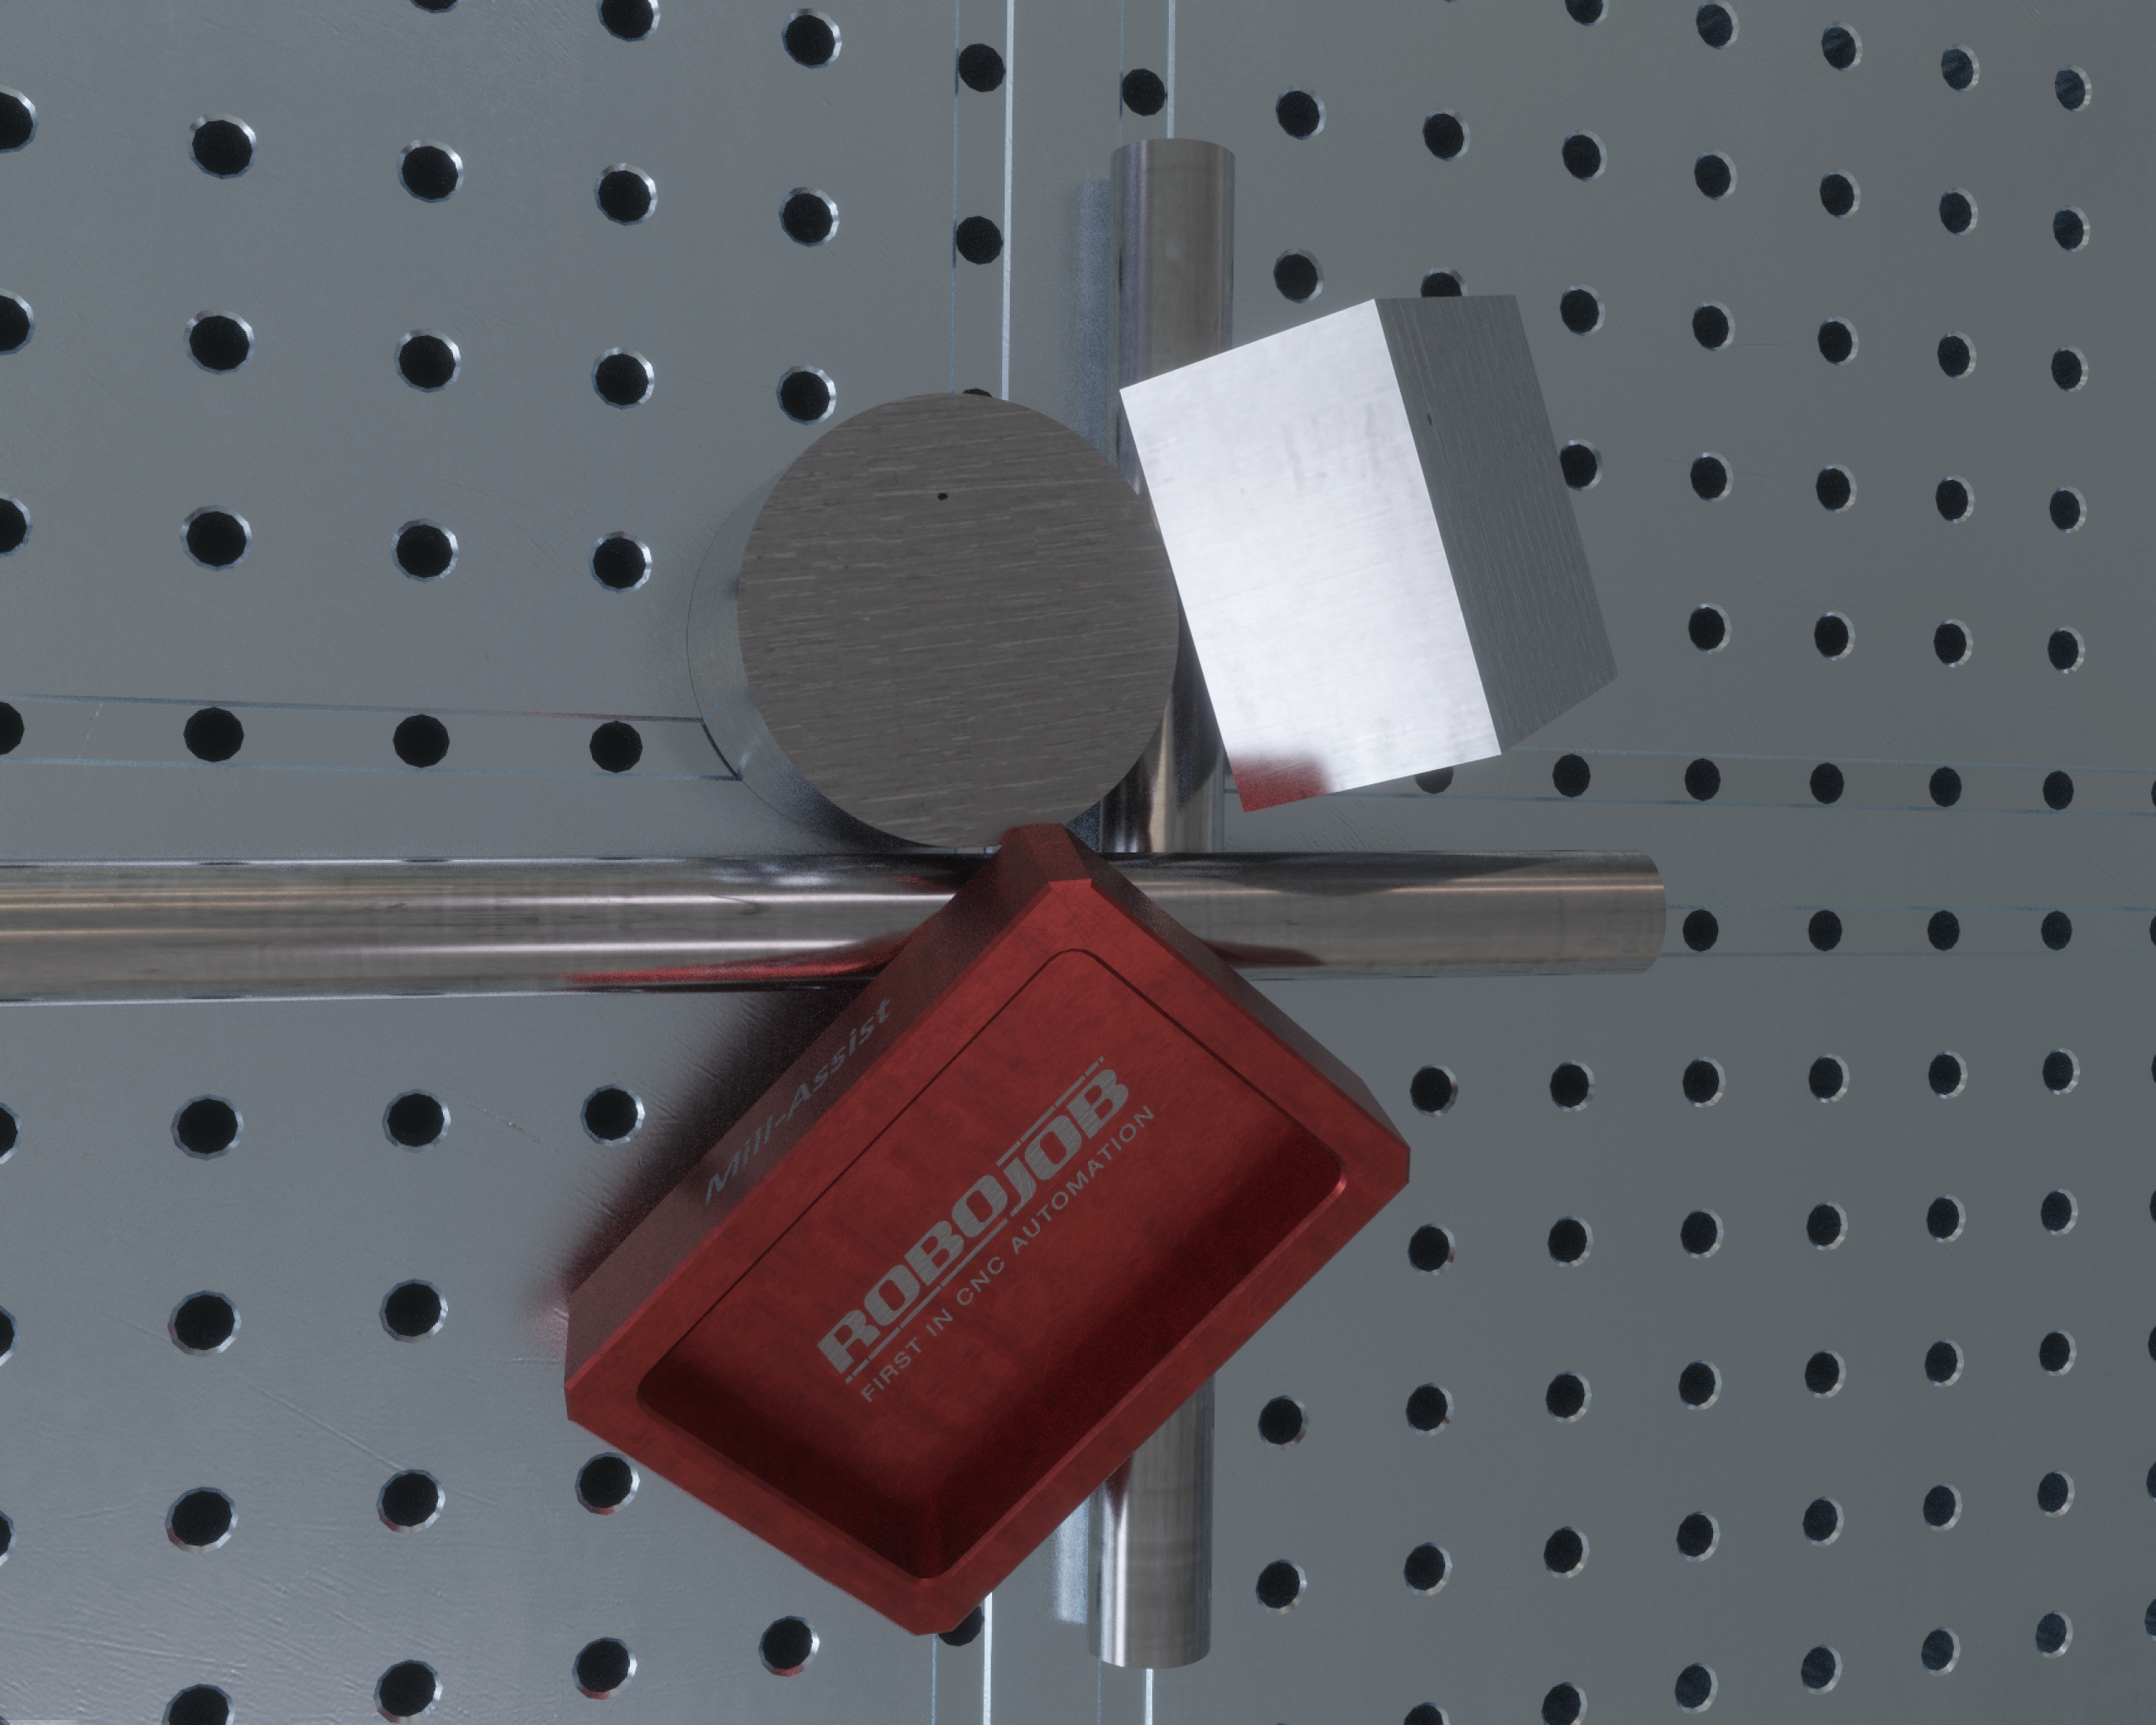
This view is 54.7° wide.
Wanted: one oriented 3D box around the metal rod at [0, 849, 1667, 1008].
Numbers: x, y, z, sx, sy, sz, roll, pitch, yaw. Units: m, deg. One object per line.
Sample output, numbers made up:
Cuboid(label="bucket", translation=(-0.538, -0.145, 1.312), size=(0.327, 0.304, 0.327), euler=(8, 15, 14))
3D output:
Cuboid(label="metal rod", translation=(-0.036, 0.011, 0.382), size=(0.302, 0.025, 0.025), euler=(0, 90, -13))

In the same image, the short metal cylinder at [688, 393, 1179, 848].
Cuboid(label="short metal cylinder", translation=(-0.028, -0.042, 0.388), size=(0.081, 0.050, 0.079), euler=(0, 90, -20))

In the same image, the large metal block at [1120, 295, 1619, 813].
Cuboid(label="large metal block", translation=(0.059, -0.061, 0.400), size=(0.080, 0.050, 0.080), euler=(-27, 102, -58))

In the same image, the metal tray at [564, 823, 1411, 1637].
Cuboid(label="metal tray", translation=(-0.017, 0.068, 0.376), size=(0.090, 0.030, 0.130), euler=(41, 98, -22))

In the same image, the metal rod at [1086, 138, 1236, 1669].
Cuboid(label="metal rod", translation=(0.017, 0.008, 0.419), size=(0.025, 0.025, 0.298), euler=(1, 90, -20))
